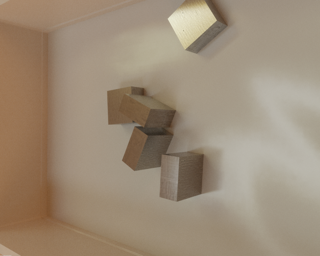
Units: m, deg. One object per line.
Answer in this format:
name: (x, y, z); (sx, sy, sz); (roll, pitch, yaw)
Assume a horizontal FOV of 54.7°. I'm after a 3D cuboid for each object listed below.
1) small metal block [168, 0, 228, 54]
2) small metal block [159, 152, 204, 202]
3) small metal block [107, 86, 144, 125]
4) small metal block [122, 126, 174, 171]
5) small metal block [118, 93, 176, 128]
small metal block: (0.044, -0.126, 0.371); (0.050, 0.025, 0.050); (-38, 67, 33)
small metal block: (0.027, 0.056, 0.369); (0.025, 0.050, 0.050); (5, 93, 40)
small metal block: (-0.049, -0.031, 0.448); (0.050, 0.025, 0.050); (-4, 87, 40)
small metal block: (-0.015, 0.026, 0.403); (0.025, 0.050, 0.050); (34, 111, 35)
small metal block: (-0.016, -0.023, 0.404); (0.050, 0.050, 0.025); (32, 110, 35)
